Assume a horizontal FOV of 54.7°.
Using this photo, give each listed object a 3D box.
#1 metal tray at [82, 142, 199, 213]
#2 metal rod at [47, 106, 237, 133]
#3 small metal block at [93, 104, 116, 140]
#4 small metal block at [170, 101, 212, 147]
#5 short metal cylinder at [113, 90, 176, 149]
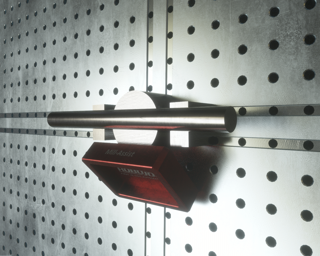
[{"bbox_3d":[-0.027,0.060,0.392,0.130,0.090,0.030,1,48,40],"label":"metal tray"},{"bbox_3d":[-0.049,-0.011,0.384,0.300,0.025,0.025,1,91,40],"label":"metal rod"},{"bbox_3d":[-0.070,-0.008,0.451,0.025,0.050,0.050,-1,90,40],"label":"small metal block"},{"bbox_3d":[0.037,-0.004,0.363,0.025,0.050,0.050,-1,90,40],"label":"small metal block"},{"bbox_3d":[-0.017,-0.007,0.407,0.080,0.050,0.080,0,90,40],"label":"short metal cylinder"}]
